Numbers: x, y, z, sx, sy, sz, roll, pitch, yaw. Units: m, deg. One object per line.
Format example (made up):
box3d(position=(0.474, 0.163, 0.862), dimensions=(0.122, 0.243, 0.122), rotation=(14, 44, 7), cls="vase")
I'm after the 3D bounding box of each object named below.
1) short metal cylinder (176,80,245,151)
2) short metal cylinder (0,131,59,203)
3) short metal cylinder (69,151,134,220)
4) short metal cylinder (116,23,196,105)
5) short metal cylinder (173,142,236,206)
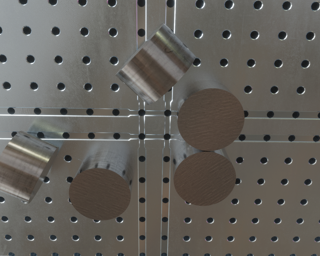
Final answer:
box3d(position=(0.061, -0.017, 0.395), dimensions=(0.081, 0.050, 0.079), rotation=(0, 110, -1), cls="short metal cylinder")
box3d(position=(-0.173, 0.050, 0.400), dimensions=(0.050, 0.080, 0.080), rotation=(26, 108, -10), cls="short metal cylinder")
box3d(position=(-0.079, 0.079, 0.428), dimensions=(0.081, 0.050, 0.079), rotation=(0, 110, -1), cls="short metal cylinder")
box3d(position=(-0.006, -0.073, 0.357), dimensions=(0.050, 0.080, 0.080), rotation=(43, 104, -14), cls="short metal cylinder")
box3d(position=(0.058, 0.058, 0.422), dimensions=(0.081, 0.050, 0.079), rotation=(0, 110, -1), cls="short metal cylinder")
